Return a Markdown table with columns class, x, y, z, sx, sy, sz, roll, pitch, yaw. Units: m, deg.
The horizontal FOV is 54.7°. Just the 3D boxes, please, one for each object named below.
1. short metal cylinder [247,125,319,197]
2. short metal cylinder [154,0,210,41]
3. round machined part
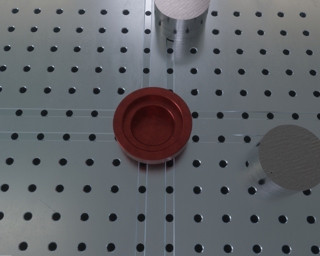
| class | x | y | z | sx | sy | sz | roll | pitch | yaw |
| --- | --- | --- | --- | --- | --- | --- | --- | --- | --- |
| short metal cylinder | 0.155 | 0.042 | 0.384 | 0.081 | 0.050 | 0.080 | 0 | 70 | 0 |
| short metal cylinder | 0.032 | -0.178 | 0.464 | 0.081 | 0.050 | 0.080 | 0 | 70 | 0 |
| round machined part | -0.009 | -0.001 | 0.403 | 0.099 | 0.042 | 0.098 | 0 | 70 | 0 |
